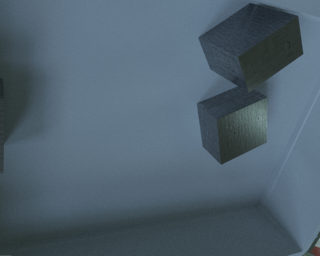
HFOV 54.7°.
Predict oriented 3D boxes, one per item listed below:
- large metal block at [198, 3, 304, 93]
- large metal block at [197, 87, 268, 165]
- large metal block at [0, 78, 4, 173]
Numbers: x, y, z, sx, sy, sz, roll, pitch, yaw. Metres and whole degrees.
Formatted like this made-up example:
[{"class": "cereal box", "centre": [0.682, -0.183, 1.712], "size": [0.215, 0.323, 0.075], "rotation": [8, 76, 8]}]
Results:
[{"class": "large metal block", "centre": [0.107, -0.099, 0.370], "size": [0.080, 0.080, 0.050], "rotation": [-35, 129, -5]}, {"class": "large metal block", "centre": [0.105, -0.006, 0.446], "size": [0.081, 0.050, 0.080], "rotation": [-23, 127, -14]}, {"class": "large metal block", "centre": [-0.191, -0.002, 0.287], "size": [0.081, 0.050, 0.079], "rotation": [0, 119, -28]}]
